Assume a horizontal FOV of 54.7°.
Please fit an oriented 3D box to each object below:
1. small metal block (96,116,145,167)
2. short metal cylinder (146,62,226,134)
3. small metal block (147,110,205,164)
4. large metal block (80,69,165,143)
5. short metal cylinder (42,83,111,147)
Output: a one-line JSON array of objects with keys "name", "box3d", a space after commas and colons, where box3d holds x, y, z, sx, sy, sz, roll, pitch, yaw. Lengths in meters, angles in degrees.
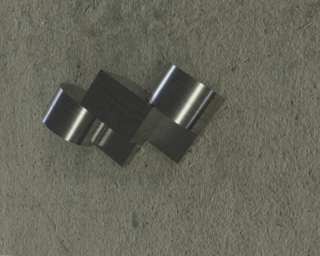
[{"name": "small metal block", "box3d": [-0.053, 0.017, 0.429, 0.050, 0.025, 0.050, 37, 102, 16]}, {"name": "short metal cylinder", "box3d": [0.031, -0.036, 0.370, 0.080, 0.080, 0.050, 37, 102, 16]}, {"name": "small metal block", "box3d": [0.021, 0.011, 0.403, 0.050, 0.025, 0.050, 37, 102, 16]}, {"name": "large metal block", "box3d": [-0.039, -0.026, 0.395, 0.080, 0.080, 0.050, 37, 102, 16]}, {"name": "short metal cylinder", "box3d": [-0.110, -0.018, 0.420, 0.080, 0.080, 0.050, 37, 102, 16]}]
